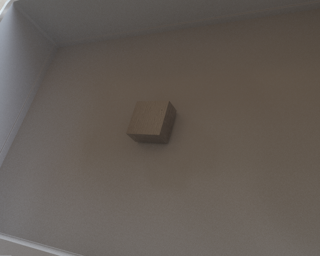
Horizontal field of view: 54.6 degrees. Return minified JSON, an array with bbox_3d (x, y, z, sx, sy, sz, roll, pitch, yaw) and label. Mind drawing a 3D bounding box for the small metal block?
[{"bbox_3d":[-0.011,-0.008,0.413,0.050,0.025,0.050,2,63,29],"label":"small metal block"}]
